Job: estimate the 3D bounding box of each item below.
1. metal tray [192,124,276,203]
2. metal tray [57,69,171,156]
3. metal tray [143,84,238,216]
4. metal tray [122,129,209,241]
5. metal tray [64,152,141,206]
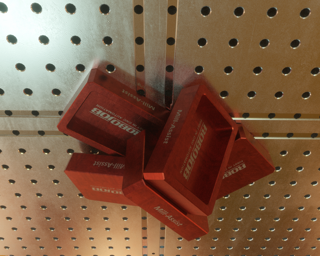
[{"bbox_3d":[0.089,0.059,0.458,0.130,0.030,0.090,-34,123,25],"label":"metal tray"},{"bbox_3d":[-0.053,-0.007,0.402,0.131,0.030,0.090,29,124,-23],"label":"metal tray"},{"bbox_3d":[0.042,0.024,0.365,0.030,0.130,0.090,-9,136,45],"label":"metal tray"},{"bbox_3d":[0.010,0.073,0.391,0.030,0.090,0.130,-31,124,23],"label":"metal tray"},{"bbox_3d":[-0.058,0.077,0.441,0.131,0.030,0.090,4,143,15],"label":"metal tray"}]
